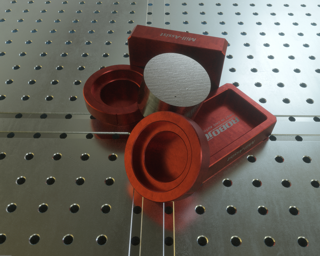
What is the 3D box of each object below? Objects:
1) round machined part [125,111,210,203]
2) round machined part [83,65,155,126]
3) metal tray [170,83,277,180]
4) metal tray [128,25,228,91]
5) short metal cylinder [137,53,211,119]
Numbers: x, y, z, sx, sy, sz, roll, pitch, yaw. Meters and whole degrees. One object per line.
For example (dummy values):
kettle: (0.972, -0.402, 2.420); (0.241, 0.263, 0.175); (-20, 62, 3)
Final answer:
round machined part: (0.011, 0.033, 0.347); (0.098, 0.042, 0.097); (-6, 79, 32)
round machined part: (-0.053, -0.041, 0.431); (0.099, 0.042, 0.098); (0, 50, 0)
metal tray: (0.073, 0.000, 0.404); (0.131, 0.030, 0.090); (-30, 56, -23)
metal tray: (0.023, -0.091, 0.442); (0.131, 0.089, 0.030); (12, 51, 9)
short metal cylinder: (0.016, -0.045, 0.381); (0.081, 0.050, 0.080); (7, 58, -10)
